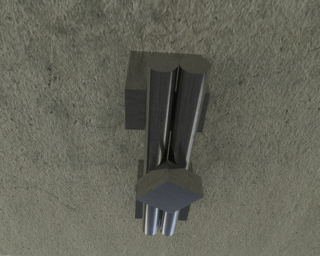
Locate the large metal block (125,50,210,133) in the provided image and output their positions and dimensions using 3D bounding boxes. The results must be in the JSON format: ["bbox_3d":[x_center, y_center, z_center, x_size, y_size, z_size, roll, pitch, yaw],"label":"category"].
[{"bbox_3d":[0.006,-0.042,0.338,0.081,0.080,0.050,3,130,-3],"label":"large metal block"}]

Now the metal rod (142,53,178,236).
[{"bbox_3d":[-0.006,0.049,0.354,0.025,0.025,0.298,2,137,-2],"label":"metal rod"}]

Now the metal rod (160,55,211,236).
[{"bbox_3d":[0.020,0.050,0.356,0.025,0.025,0.298,2,137,-2],"label":"metal rod"}]

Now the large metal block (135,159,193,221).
[{"bbox_3d":[0.005,0.096,0.473,0.081,0.050,0.079,4,130,-4],"label":"large metal block"}]

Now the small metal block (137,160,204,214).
[{"bbox_3d":[0.010,0.066,0.336,0.050,0.025,0.050,30,130,-30],"label":"small metal block"}]
